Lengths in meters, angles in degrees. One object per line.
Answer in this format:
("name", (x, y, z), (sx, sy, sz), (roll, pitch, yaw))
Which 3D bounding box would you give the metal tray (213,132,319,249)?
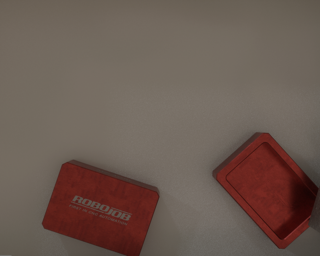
("metal tray", (0.146, 0.080, 0.410), (0.090, 0.030, 0.130), (-42, 91, 0))

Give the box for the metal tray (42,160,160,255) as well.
("metal tray", (-0.075, 0.105, 0.408), (0.131, 0.030, 0.090), (19, 90, -1))

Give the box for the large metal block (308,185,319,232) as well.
("large metal block", (0.229, 0.094, 0.351), (0.050, 0.080, 0.079), (2, 105, -27))
